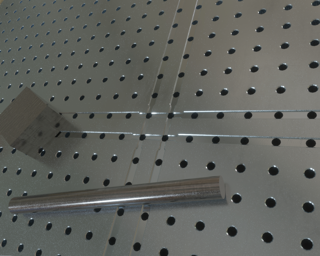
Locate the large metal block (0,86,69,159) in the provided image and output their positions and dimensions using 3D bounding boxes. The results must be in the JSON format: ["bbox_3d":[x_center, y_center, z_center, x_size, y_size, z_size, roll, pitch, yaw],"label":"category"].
[{"bbox_3d":[-0.212,-0.010,0.507,0.080,0.050,0.080,34,81,38],"label":"large metal block"}]

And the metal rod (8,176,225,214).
[{"bbox_3d":[-0.070,0.088,0.389,0.301,0.025,0.025,-10,58,22],"label":"metal rod"}]
